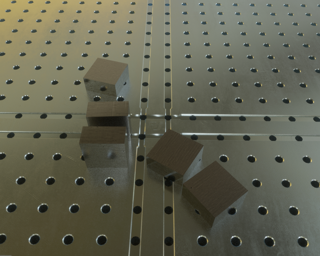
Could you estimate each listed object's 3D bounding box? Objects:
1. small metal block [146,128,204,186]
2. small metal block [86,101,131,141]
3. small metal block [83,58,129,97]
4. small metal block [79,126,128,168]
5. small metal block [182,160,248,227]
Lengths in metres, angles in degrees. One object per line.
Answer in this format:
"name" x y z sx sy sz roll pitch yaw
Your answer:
"small metal block" 0.018 0.035 0.379 0.050 0.025 0.050 26 54 20
"small metal block" -0.064 -0.008 0.397 0.050 0.050 0.025 -2 50 -2
"small metal block" -0.081 -0.078 0.472 0.050 0.025 0.050 14 51 11
"small metal block" -0.065 0.024 0.371 0.050 0.050 0.025 0 50 0
"small metal block" 0.060 0.073 0.347 0.050 0.025 0.050 -31 57 -24
